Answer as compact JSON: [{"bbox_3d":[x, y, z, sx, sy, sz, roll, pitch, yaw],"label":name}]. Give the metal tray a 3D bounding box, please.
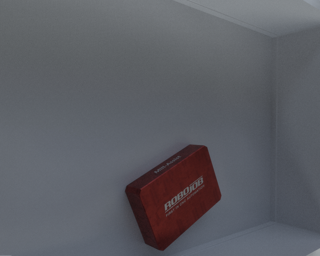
[{"bbox_3d":[0.024,0.089,0.423,0.131,0.030,0.090,-29,108,-36],"label":"metal tray"}]
